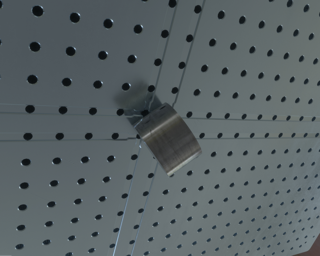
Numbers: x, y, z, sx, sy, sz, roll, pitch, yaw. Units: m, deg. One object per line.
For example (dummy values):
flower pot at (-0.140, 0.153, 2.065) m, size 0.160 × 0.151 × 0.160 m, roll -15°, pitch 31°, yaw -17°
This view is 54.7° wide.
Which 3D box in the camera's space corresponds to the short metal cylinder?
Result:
short metal cylinder at (0.008, 0.015, 0.390) m, size 0.050 × 0.080 × 0.080 m, roll -35°, pitch 129°, yaw -6°
